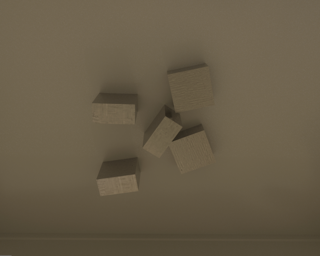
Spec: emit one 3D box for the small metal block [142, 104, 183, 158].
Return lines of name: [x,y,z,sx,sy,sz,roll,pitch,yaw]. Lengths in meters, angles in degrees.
small metal block: [0.003,0.003,0.399,0.025,0.050,0.050,32,107,-12]

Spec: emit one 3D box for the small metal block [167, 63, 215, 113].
small metal block: [0.039,-0.051,0.393,0.050,0.025,0.050,-11,110,3]

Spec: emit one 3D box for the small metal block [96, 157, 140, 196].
small metal block: [-0.055,0.065,0.421,0.050,0.050,0.025,-8,110,2]

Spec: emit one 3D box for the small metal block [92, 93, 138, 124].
small metal block: [-0.055,-0.025,0.388,0.050,0.050,0.025,2,110,-1]

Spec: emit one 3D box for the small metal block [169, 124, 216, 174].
small metal block: [0.043,0.029,0.423,0.050,0.025,0.050,-20,109,7]
